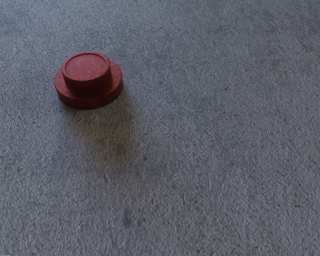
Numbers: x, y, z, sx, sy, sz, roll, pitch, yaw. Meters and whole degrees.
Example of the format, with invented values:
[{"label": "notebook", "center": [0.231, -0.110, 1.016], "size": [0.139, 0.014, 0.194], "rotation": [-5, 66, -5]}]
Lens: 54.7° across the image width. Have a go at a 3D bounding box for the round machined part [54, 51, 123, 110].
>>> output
[{"label": "round machined part", "center": [-0.106, -0.076, 0.455], "size": [0.099, 0.042, 0.098], "rotation": [0, 50, 0]}]
